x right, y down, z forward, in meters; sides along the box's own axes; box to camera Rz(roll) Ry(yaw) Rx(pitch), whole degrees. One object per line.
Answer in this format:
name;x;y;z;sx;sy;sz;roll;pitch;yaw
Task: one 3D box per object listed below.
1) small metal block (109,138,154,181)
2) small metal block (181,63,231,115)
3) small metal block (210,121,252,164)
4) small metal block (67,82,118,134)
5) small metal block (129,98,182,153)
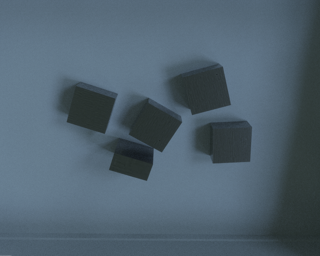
small metal block;-0.037;0.041;0.412;0.050;0.050;0.025;17;109;-7
small metal block;0.058;-0.049;0.393;0.050;0.025;0.050;-15;110;5
small metal block;0.095;0.019;0.419;0.050;0.025;0.050;-3;110;1
small metal block;-0.087;-0.026;0.401;0.050;0.025;0.050;18;109;-7
small metal block;-0.006;-0.004;0.410;0.050;0.025;0.050;29;107;-11
